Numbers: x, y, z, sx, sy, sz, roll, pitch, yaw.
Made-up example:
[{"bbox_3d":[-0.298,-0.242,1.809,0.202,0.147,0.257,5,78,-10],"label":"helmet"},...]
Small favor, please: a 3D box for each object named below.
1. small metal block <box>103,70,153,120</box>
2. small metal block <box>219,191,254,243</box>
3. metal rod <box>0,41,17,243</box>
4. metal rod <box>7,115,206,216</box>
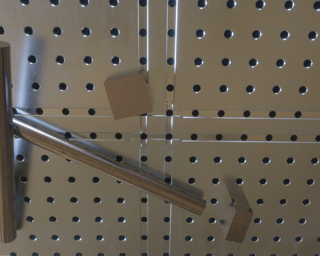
[{"bbox_3d":[-0.039,-0.042,0.397,0.050,0.025,0.050,-12,110,4],"label":"small metal block"},{"bbox_3d":[0.109,0.128,0.448,0.025,0.050,0.050,12,110,-4],"label":"small metal block"},{"bbox_3d":[-0.204,0.038,0.403,0.025,0.025,0.298,10,118,-4],"label":"metal rod"},{"bbox_3d":[-0.073,0.054,0.432,0.301,0.025,0.025,25,108,-9],"label":"metal rod"}]
